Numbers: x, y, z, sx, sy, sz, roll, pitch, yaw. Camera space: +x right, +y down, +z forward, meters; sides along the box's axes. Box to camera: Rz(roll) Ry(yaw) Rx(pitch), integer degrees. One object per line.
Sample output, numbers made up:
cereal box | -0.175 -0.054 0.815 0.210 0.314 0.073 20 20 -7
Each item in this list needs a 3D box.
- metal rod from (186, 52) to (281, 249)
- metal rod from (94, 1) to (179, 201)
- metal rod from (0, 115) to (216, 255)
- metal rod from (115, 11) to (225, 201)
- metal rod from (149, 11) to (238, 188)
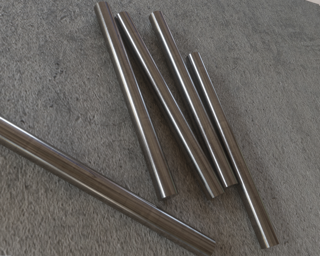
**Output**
metal rod | 0.096 0.016 0.445 0.025 0.025 0.299 -4 64 -30
metal rod | -0.038 -0.050 0.413 0.025 0.025 0.299 -7 65 -31
metal rod | -0.071 0.058 0.329 0.301 0.025 0.025 32 52 -8
metal rod | 0.006 -0.042 0.432 0.025 0.025 0.299 -15 70 -34
metal rod | 0.042 -0.054 0.458 0.025 0.025 0.299 -7 65 -31
